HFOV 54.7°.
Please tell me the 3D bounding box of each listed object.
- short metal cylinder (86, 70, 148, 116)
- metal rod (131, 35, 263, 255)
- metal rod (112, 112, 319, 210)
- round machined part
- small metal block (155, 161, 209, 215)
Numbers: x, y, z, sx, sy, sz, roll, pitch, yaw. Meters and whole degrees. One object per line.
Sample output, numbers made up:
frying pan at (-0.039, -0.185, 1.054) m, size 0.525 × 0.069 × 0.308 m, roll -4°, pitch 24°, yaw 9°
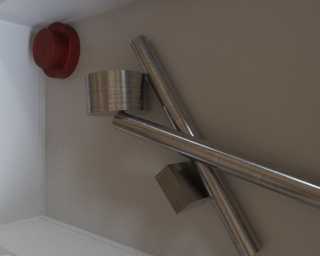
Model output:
short metal cylinder at (-0.058, -0.044, 0.417) m, size 0.080 × 0.081 × 0.050 m, roll -5°, pitch 87°, yaw 39°
metal rod at (0.034, 0.006, 0.377) m, size 0.025 × 0.025 × 0.299 m, roll -40°, pitch 66°, yaw 32°
metal rod at (0.070, 0.034, 0.322) m, size 0.300 × 0.025 × 0.025 m, roll 20°, pitch 103°, yaw 30°
round machined part at (-0.189, -0.138, 0.548) m, size 0.098 × 0.042 × 0.097 m, roll 0°, pitch 90°, yaw 39°
small metal block at (0.030, 0.068, 0.365) m, size 0.025 × 0.050 × 0.050 m, roll -47°, pitch 62°, yaw 29°
